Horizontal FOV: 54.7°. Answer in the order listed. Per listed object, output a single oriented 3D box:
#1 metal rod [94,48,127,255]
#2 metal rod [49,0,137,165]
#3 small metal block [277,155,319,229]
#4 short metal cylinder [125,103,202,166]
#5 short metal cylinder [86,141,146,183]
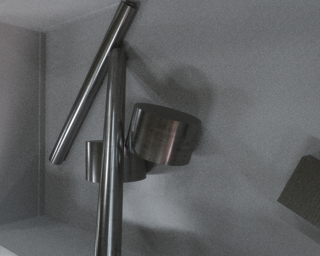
[{"bbox_3d":[-0.055,0.010,0.367,0.025,0.025,0.300,-35,43,34],"label":"metal rod"},{"bbox_3d":[-0.116,-0.059,0.499,0.025,0.025,0.298,46,117,30],"label":"metal rod"},{"bbox_3d":[0.146,0.059,0.285,0.050,0.025,0.050,34,111,34],"label":"small metal block"},{"bbox_3d":[0.003,0.006,0.367,0.080,0.081,0.050,25,106,37],"label":"short metal cylinder"},{"bbox_3d":[-0.059,0.042,0.417,0.080,0.081,0.050,0,90,39],"label":"short metal cylinder"}]
